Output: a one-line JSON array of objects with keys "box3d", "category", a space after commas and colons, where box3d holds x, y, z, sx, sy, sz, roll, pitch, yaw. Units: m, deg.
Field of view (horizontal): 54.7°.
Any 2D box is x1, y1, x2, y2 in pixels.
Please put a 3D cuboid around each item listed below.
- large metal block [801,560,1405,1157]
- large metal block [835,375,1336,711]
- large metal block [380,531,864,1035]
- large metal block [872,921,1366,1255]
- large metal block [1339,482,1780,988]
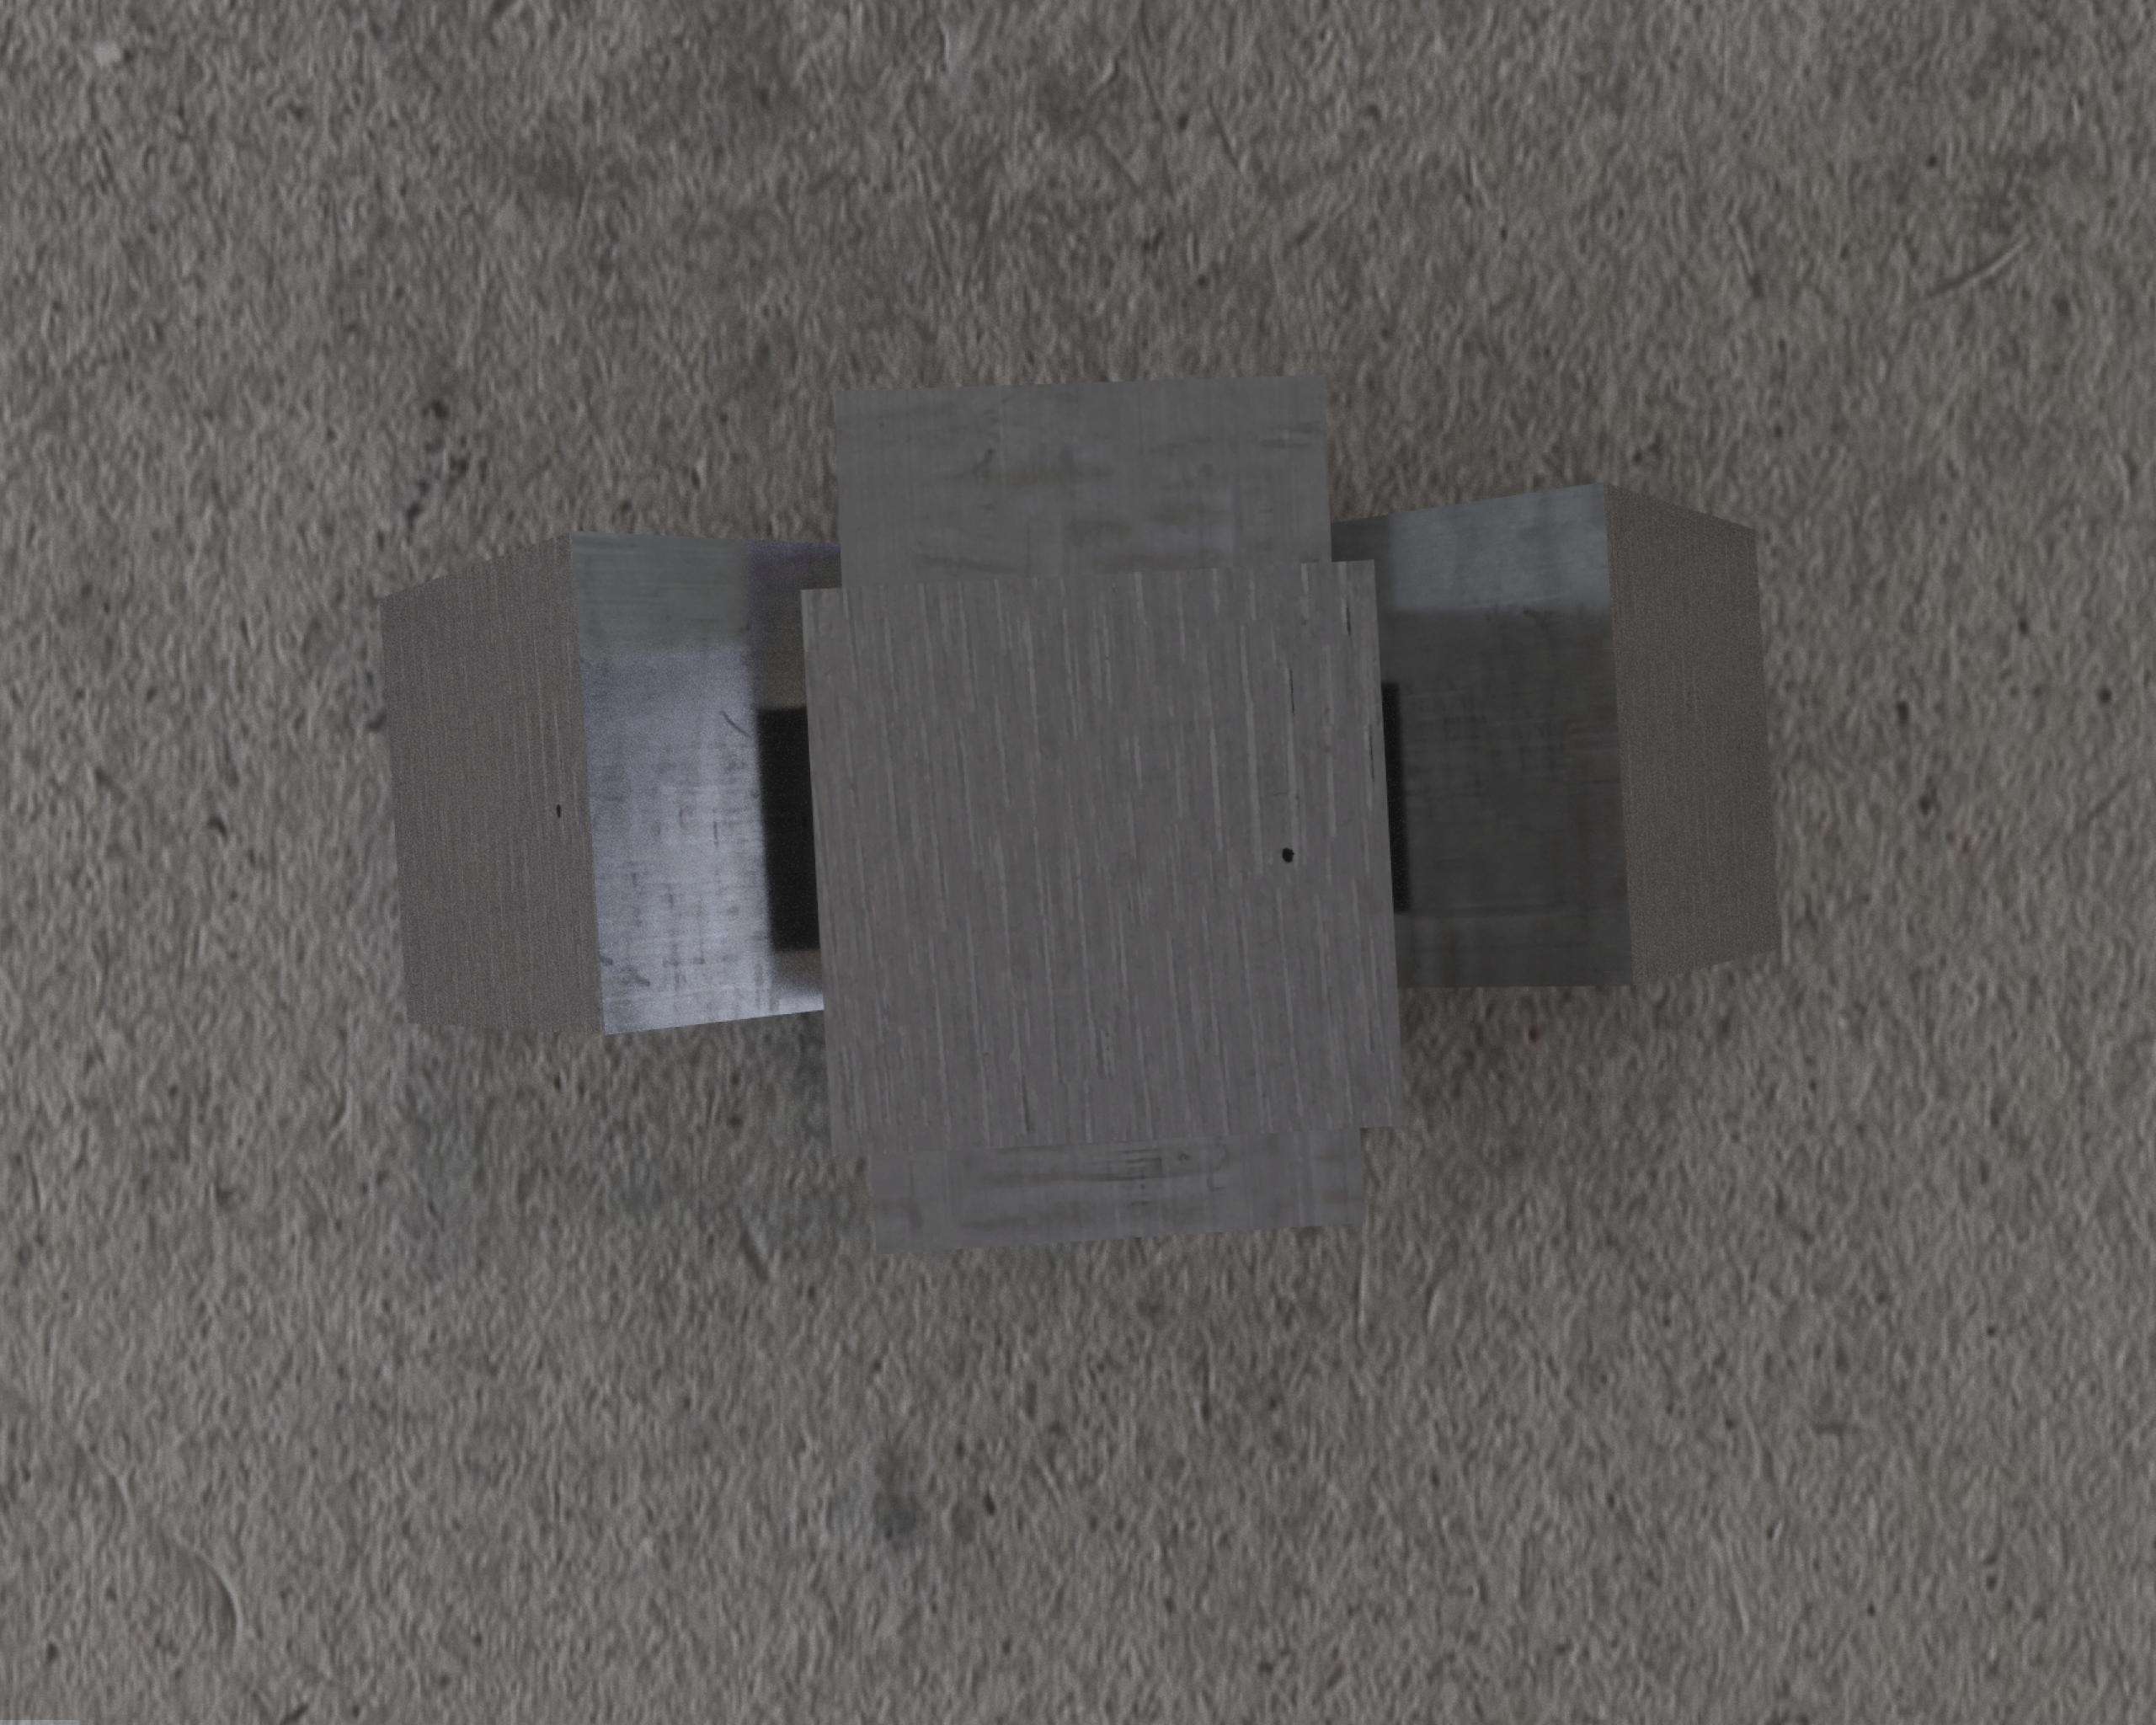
[{"box3d": [0.004, -0.001, 0.317, 0.080, 0.050, 0.080, -3, 90, 0], "category": "large metal block"}, {"box3d": [0.001, -0.054, 0.382, 0.081, 0.080, 0.050, -2, 90, 0], "category": "large metal block"}, {"box3d": [-0.083, -0.012, 0.375, 0.050, 0.080, 0.080, -4, 90, -40], "category": "large metal block"}, {"box3d": [0.006, 0.037, 0.382, 0.080, 0.080, 0.050, -4, 90, 0], "category": "large metal block"}, {"box3d": [0.087, -0.021, 0.376, 0.050, 0.080, 0.080, -3, 90, 34], "category": "large metal block"}]
